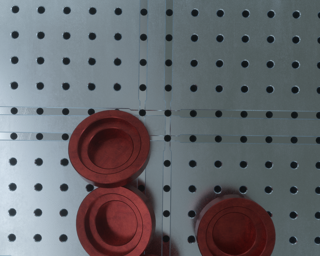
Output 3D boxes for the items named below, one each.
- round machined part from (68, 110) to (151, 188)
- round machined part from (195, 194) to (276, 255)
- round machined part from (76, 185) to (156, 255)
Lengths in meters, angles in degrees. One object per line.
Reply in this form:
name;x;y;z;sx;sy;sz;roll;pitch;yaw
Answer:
round machined part;-0.061;0.029;0.391;0.099;0.042;0.098;0;62;0
round machined part;0.095;0.135;0.406;0.099;0.042;0.097;0;90;-1
round machined part;-0.053;0.119;0.397;0.098;0.042;0.097;-1;86;13
